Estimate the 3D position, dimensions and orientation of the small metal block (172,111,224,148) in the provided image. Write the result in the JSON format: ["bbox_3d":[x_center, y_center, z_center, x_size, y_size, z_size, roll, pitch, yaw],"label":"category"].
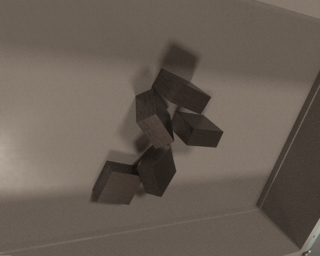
[{"bbox_3d":[0.049,0.002,0.422,0.050,0.050,0.025,6,115,-32],"label":"small metal block"}]

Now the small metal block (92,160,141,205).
[{"bbox_3d":[-0.057,0.076,0.426,0.050,0.025,0.050,16,110,-35],"label":"small metal block"}]

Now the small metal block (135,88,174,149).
[{"bbox_3d":[-0.007,-0.012,0.379,0.025,0.050,0.050,-22,131,14],"label":"small metal block"}]

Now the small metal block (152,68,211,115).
[{"bbox_3d":[0.026,-0.045,0.380,0.050,0.050,0.025,19,108,-36],"label":"small metal block"}]

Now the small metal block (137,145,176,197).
[{"bbox_3d":[-0.003,0.058,0.428,0.050,0.025,0.050,-54,142,-41],"label":"small metal block"}]
